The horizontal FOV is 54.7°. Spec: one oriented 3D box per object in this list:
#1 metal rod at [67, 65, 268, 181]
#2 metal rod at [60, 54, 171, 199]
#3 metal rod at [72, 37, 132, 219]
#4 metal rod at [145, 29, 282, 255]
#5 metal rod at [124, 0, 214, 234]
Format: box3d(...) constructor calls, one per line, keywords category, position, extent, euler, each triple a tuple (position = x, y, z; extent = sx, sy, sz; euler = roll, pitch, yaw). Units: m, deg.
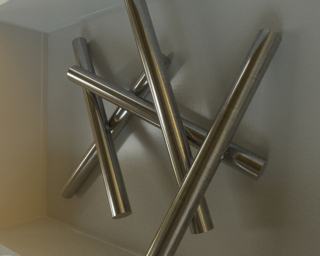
box3d(category="metal rod", position=(-0.011, -0.019, 0.391), extent=(0.300, 0.025, 0.025), euler=(28, 108, 28))
box3d(category="metal rod", position=(-0.079, 0.011, 0.472), extent=(0.298, 0.025, 0.025), euler=(-51, 60, 28))
box3d(category="metal rod", position=(-0.091, -0.017, 0.451), extent=(0.025, 0.025, 0.299), euler=(-39, 57, 33))
box3d(category="metal rod", position=(0.044, 0.039, 0.309), extent=(0.025, 0.025, 0.299), euler=(25, 86, 37))
box3d(category="metal rod", position=(0.004, -0.034, 0.351), extent=(0.025, 0.025, 0.299), euler=(-24, 78, 37))
